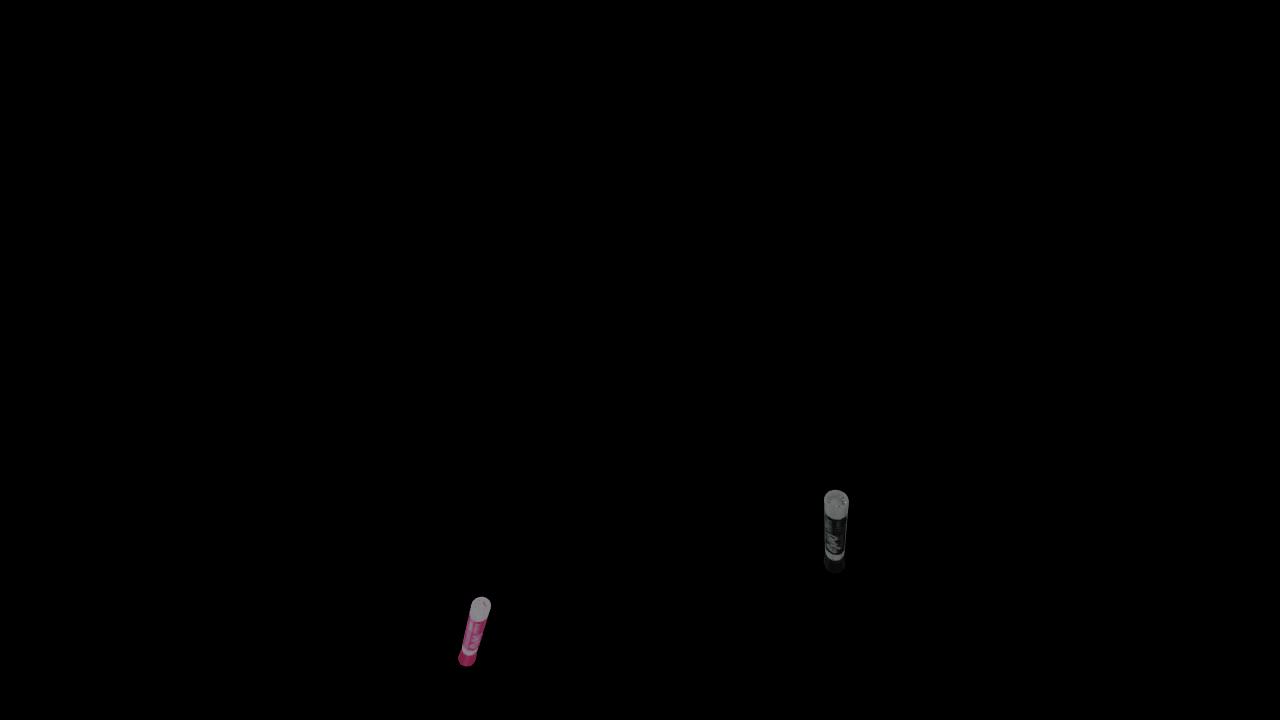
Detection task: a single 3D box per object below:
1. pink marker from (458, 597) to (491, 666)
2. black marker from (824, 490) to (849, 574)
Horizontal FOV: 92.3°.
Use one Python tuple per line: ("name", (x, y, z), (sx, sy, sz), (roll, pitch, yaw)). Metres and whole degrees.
("pink marker", (-0.170, 0.280, 0.627), (0.020, 0.121, 0.020), (13, 38, -11))
("black marker", (0.167, 0.150, 0.525), (0.020, 0.020, 0.121), (0, -42, 16))
